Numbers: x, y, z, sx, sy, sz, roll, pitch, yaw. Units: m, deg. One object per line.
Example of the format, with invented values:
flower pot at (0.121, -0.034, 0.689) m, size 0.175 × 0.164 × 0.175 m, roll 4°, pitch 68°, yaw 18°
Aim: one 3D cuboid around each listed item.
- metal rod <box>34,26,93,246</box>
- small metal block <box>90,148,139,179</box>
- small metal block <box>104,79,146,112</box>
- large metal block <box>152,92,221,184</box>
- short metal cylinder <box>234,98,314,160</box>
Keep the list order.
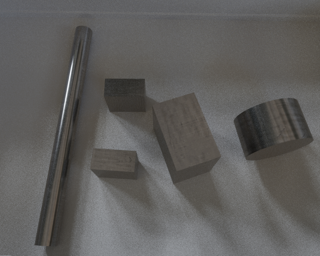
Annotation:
metal rod at (-0.122, -0.004, 0.409) m, size 0.025 × 0.025 × 0.299 m, roll 4°, pitch 70°, yaw 1°
small metal block at (-0.054, 0.045, 0.379) m, size 0.050 × 0.050 × 0.025 m, roll 4°, pitch 70°, yaw 1°
small metal block at (-0.044, -0.042, 0.411) m, size 0.050 × 0.050 × 0.025 m, roll 0°, pitch 70°, yaw 0°
large metal block at (0.028, 0.016, 0.375) m, size 0.050 × 0.080 × 0.080 m, roll -18°, pitch 71°, yaw -7°
short metal cylinder at (0.138, 0.004, 0.381) m, size 0.081 × 0.080 × 0.050 m, roll -12°, pitch 71°, yaw -5°
